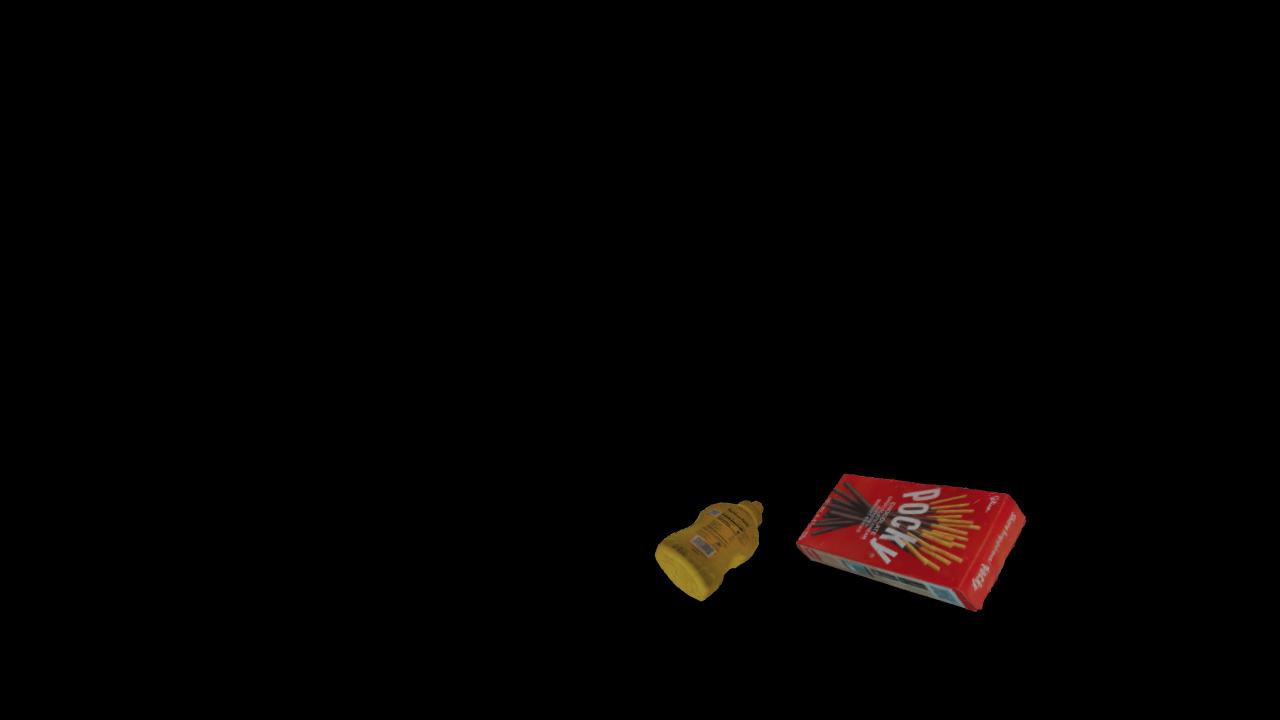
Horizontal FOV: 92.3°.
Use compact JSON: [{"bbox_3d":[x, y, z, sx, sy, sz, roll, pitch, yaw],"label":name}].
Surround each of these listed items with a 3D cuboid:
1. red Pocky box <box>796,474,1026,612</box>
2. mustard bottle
[{"bbox_3d":[0.198,0.130,0.470,0.083,0.028,0.155,-45,16,-23],"label":"red Pocky box"},{"bbox_3d":[0.112,0.242,0.840,0.092,0.054,0.184,32,39,32],"label":"mustard bottle"}]
